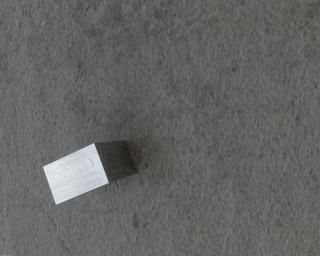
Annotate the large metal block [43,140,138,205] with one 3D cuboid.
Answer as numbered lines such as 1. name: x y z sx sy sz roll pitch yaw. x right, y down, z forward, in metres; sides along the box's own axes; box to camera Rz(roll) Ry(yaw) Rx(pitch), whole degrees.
1. large metal block: -0.089 0.056 0.412 0.080 0.080 0.050 -24 82 18
